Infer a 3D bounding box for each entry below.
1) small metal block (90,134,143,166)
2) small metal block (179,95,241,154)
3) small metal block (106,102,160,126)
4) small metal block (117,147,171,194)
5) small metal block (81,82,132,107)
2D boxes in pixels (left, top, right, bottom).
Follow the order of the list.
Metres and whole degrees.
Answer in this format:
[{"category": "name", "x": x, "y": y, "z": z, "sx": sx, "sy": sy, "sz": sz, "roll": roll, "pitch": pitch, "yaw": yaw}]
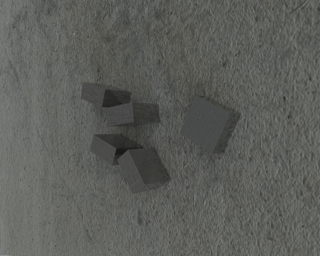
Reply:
[{"category": "small metal block", "x": -0.062, "y": 0.029, "z": 0.440, "sx": 0.050, "sy": 0.050, "sz": 0.025, "roll": 26, "pitch": 107, "yaw": 37}, {"category": "small metal block", "x": 0.057, "y": -0.005, "z": 0.358, "sx": 0.050, "sy": 0.025, "sz": 0.050, "roll": 33, "pitch": 110, "yaw": 35}, {"category": "small metal block", "x": -0.036, "y": -0.017, "z": 0.419, "sx": 0.050, "sy": 0.050, "sz": 0.025, "roll": -8, "pitch": 85, "yaw": 40}, {"category": "small metal block", "x": -0.021, "y": 0.054, "z": 0.406, "sx": 0.025, "sy": 0.050, "sz": 0.050, "roll": -42, "pitch": 65, "yaw": 32}, {"category": "small metal block", "x": -0.079, "y": -0.048, "z": 0.454, "sx": 0.050, "sy": 0.050, "sz": 0.025, "roll": 22, "pitch": 104, "yaw": 38}]
